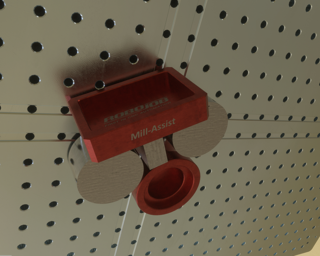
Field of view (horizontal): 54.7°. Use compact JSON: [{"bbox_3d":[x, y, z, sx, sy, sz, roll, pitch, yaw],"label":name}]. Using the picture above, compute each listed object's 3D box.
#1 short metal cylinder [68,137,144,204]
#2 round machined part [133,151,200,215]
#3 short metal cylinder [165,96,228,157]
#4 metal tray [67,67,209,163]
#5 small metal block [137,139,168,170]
[{"bbox_3d":[-0.067,0.046,0.382,0.081,0.050,0.079,-14,124,-21],"label":"short metal cylinder"},{"bbox_3d":[0.005,0.074,0.443,0.099,0.042,0.097,-14,124,-21],"label":"round machined part"},{"bbox_3d":[0.041,-0.008,0.408,0.081,0.050,0.079,-14,124,-21],"label":"short metal cylinder"},{"bbox_3d":[-0.025,-0.021,0.337,0.131,0.090,0.030,-21,127,-15],"label":"metal tray"},{"bbox_3d":[-0.016,0.016,0.391,0.025,0.050,0.050,-23,127,-15],"label":"small metal block"}]
